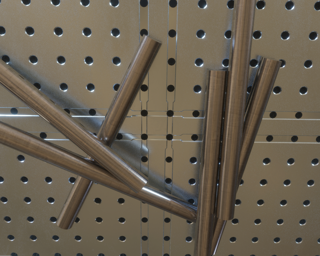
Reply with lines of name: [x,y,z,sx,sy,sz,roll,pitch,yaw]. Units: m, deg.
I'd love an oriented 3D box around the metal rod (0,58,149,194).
metal rod: [-0.137,-0.021,0.386,0.300,0.025,0.025,40,105,-7]

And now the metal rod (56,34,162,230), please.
metal rod: [-0.076,0.018,0.419,0.025,0.025,0.298,25,108,-9]

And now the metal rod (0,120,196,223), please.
metal rod: [-0.071,0.065,0.412,0.301,0.025,0.025,27,108,-19]

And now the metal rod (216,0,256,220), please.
metal rod: [0.094,-0.023,0.390,0.025,0.025,0.298,2,105,-1]

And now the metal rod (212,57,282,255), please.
metal rod: [0.107,0.052,0.433,0.025,0.025,0.298,11,110,-4]

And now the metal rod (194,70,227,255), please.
metal rod: [0.066,0.072,0.423,0.025,0.025,0.298,2,104,-1]
